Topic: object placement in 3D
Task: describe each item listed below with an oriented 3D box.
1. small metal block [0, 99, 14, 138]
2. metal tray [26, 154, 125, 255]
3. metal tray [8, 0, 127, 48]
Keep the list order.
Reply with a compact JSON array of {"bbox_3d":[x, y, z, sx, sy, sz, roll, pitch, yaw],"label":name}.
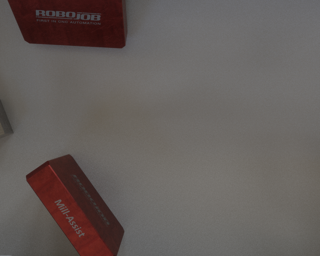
[{"bbox_3d":[-0.231,-0.007,0.408,0.050,0.025,0.050,-21,90,-1],"label":"small metal block"},{"bbox_3d":[-0.097,0.096,0.377,0.030,0.090,0.130,-35,90,0],"label":"metal tray"},{"bbox_3d":[-0.108,-0.144,0.376,0.131,0.090,0.030,3,57,-1],"label":"metal tray"}]
